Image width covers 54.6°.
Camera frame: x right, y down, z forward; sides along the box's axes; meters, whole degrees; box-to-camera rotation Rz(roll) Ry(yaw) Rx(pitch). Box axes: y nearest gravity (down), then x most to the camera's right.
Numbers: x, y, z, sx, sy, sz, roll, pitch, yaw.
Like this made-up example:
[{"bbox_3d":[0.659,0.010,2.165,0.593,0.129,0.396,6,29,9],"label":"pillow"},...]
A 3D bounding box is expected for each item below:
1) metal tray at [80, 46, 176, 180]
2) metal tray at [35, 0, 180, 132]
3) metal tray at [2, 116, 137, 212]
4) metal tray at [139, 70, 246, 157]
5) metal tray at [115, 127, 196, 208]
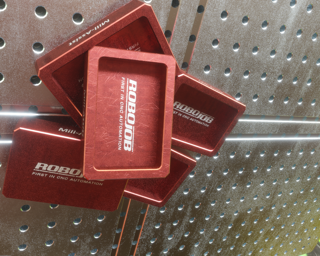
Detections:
[{"bbox_3d":[-0.034,-0.014,0.325,0.091,0.030,0.129,2,93,-21],"label":"metal tray"},{"bbox_3d":[-0.052,-0.065,0.337,0.130,0.030,0.090,-34,128,-6],"label":"metal tray"},{"bbox_3d":[-0.102,0.045,0.358,0.131,0.030,0.089,13,113,-19],"label":"metal tray"},{"bbox_3d":[0.045,-0.017,0.420,0.131,0.030,0.090,19,109,-36],"label":"metal tray"},{"bbox_3d":[-0.022,0.054,0.427,0.131,0.030,0.090,28,103,-38],"label":"metal tray"}]
